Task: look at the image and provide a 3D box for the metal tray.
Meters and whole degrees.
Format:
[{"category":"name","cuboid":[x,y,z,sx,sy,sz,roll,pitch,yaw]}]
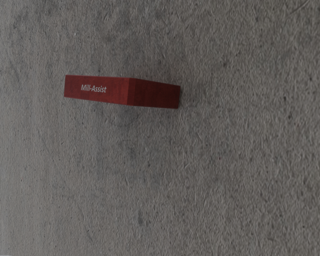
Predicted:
[{"category":"metal tray","cuboid":[-0.051,-0.048,0.405,0.130,0.091,0.030,10,97,39]}]
